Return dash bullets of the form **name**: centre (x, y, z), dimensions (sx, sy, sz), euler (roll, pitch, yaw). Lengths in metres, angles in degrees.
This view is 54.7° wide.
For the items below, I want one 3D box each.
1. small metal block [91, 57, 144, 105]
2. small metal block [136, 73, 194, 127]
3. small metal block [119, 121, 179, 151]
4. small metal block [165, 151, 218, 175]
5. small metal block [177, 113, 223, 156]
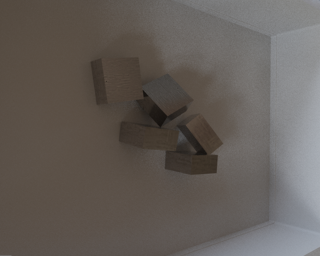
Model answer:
- **small metal block**: centre (-0.050, -0.056, 0.365), dimensions (0.050, 0.025, 0.050), euler (-12, 98, -39)
- **small metal block**: centre (0.005, -0.036, 0.394), dimensions (0.050, 0.025, 0.050), euler (-33, 74, -36)
- **small metal block**: centre (-0.014, 0.010, 0.377), dimensions (0.050, 0.050, 0.025), euler (8, 93, -40)
- **small metal block**: centre (0.043, 0.047, 0.426), dimensions (0.050, 0.050, 0.025), euler (4, 90, -40)
- **small metal block**: centre (0.053, 0.008, 0.423), dimensions (0.025, 0.050, 0.050), euler (-38, 96, -8)
